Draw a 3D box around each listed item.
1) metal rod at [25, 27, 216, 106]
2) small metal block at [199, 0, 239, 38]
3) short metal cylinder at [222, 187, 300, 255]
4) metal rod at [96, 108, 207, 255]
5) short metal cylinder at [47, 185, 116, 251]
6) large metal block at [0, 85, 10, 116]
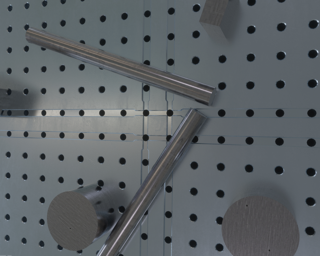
[{"bbox_3d":[-0.067,-0.092,0.436,0.301,0.025,0.025,22,97,18],"label":"metal rod"},{"bbox_3d":[0.073,-0.142,0.374,0.025,0.050,0.050,21,97,19],"label":"small metal block"},{"bbox_3d":[0.116,0.113,0.358,0.080,0.050,0.079,0,90,20],"label":"short metal cylinder"},{"bbox_3d":[-0.028,0.105,0.422,0.025,0.025,0.299,35,101,16],"label":"metal rod"},{"bbox_3d":[-0.110,0.124,0.438,0.080,0.050,0.079,0,90,20],"label":"short metal cylinder"},{"bbox_3d":[-0.308,-0.058,0.492,0.080,0.080,0.050,27,99,18],"label":"large metal block"}]
